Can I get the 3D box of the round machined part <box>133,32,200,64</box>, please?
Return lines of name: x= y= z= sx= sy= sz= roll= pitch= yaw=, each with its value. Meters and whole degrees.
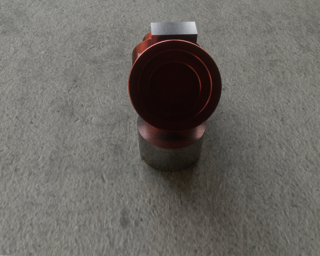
round machined part: x=0.010 y=-0.106 z=0.441 sx=0.099 sy=0.098 sz=0.042 roll=-2 pitch=75 yaw=-2

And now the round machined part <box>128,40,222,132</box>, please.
round machined part: x=0.016 y=-0.044 z=0.345 sx=0.099 sy=0.042 sz=0.097 roll=0 pitch=88 yaw=-2

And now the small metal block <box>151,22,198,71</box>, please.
small metal block: x=0.015 y=-0.095 z=0.364 sx=0.050 sy=0.050 sz=0.025 roll=-2 pitch=50 yaw=-2

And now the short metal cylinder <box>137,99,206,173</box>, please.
short metal cylinder: x=0.013 y=0.008 z=0.383 sx=0.081 sy=0.050 sz=0.080 roll=0 pitch=50 yaw=0

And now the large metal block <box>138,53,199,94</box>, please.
large metal block: x=0.013 y=-0.052 z=0.412 sx=0.081 sy=0.080 sz=0.050 roll=-2 pitch=50 yaw=-2
